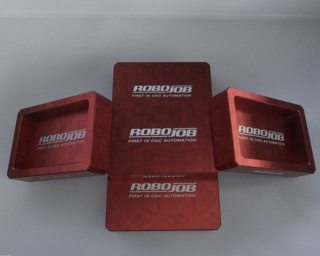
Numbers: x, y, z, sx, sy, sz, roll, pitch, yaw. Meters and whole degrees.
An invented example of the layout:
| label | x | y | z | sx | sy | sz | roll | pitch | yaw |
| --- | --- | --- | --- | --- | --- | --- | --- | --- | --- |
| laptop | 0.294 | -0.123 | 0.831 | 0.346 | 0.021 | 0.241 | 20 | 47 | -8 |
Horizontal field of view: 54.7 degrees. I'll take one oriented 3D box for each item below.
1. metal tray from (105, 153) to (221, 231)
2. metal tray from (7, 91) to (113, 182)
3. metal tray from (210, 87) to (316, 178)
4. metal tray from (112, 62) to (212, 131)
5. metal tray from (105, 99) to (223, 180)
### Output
| label | x | y | z | sx | sy | sz | roll | pitch | yaw |
| --- | --- | --- | --- | --- | --- | --- | --- | --- | --- |
| metal tray | 0.004 | 0.078 | 0.375 | 0.131 | 0.030 | 0.090 | 0 | 70 | -1 |
| metal tray | -0.120 | 0.014 | 0.367 | 0.130 | 0.030 | 0.090 | -9 | 69 | 28 |
| metal tray | 0.124 | 0.009 | 0.369 | 0.131 | 0.030 | 0.090 | 9 | 68 | -28 |
| metal tray | 0.003 | -0.043 | 0.420 | 0.131 | 0.030 | 0.090 | 0 | 70 | -1 |
| metal tray | 0.004 | 0.013 | 0.368 | 0.131 | 0.030 | 0.090 | -1 | 70 | -1 |
